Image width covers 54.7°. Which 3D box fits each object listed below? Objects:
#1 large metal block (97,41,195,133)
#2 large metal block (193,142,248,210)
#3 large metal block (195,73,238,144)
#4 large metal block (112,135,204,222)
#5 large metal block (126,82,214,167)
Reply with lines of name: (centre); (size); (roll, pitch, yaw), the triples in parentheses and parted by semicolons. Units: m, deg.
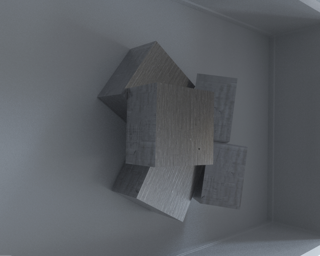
large metal block: (-0.014, -0.045, 0.379); (0.080, 0.050, 0.080); (44, 64, -32)
large metal block: (0.080, 0.064, 0.430); (0.050, 0.080, 0.080); (9, 82, 0)
large metal block: (0.068, -0.021, 0.420); (0.080, 0.050, 0.080); (63, 36, -81)
large metal block: (0.000, 0.061, 0.387); (0.080, 0.050, 0.080); (37, 67, -34)
large metal block: (0.012, -0.001, 0.333); (0.081, 0.050, 0.080); (3, 87, -39)
